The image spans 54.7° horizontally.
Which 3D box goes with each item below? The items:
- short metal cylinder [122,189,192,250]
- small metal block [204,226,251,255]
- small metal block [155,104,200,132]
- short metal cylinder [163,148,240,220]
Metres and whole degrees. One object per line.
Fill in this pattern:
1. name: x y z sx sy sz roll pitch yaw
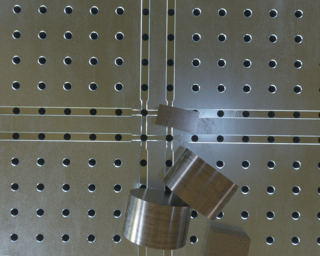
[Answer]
1. short metal cylinder: -0.003 0.110 0.386 0.080 0.080 0.050 10 90 0
2. small metal block: 0.089 0.164 0.414 0.050 0.025 0.050 12 90 0
3. small metal block: 0.021 -0.012 0.401 0.050 0.050 0.025 12 90 0
4. short metal cylinder: 0.051 0.069 0.386 0.080 0.080 0.050 37 90 0
